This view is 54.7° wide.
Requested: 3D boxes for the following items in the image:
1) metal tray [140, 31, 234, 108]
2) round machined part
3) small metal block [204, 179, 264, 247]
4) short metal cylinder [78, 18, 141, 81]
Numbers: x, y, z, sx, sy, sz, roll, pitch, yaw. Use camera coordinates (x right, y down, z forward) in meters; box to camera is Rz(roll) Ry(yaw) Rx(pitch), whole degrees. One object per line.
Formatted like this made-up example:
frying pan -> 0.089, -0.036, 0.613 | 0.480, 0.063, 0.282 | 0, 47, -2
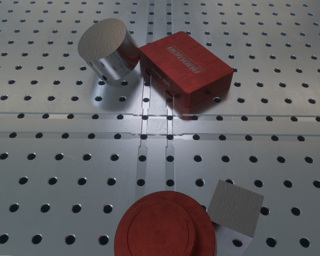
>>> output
metal tray -> 0.038, -0.097, 0.486 | 0.091, 0.030, 0.130 | -28, 56, -22
round machined part -> 0.003, 0.106, 0.292 | 0.098, 0.042, 0.098 | -7, 57, 11
small metal block -> 0.078, 0.090, 0.332 | 0.050, 0.025, 0.050 | 19, 53, 15
short metal cylinder -> -0.077, -0.119, 0.473 | 0.080, 0.050, 0.080 | -10, 59, 18
